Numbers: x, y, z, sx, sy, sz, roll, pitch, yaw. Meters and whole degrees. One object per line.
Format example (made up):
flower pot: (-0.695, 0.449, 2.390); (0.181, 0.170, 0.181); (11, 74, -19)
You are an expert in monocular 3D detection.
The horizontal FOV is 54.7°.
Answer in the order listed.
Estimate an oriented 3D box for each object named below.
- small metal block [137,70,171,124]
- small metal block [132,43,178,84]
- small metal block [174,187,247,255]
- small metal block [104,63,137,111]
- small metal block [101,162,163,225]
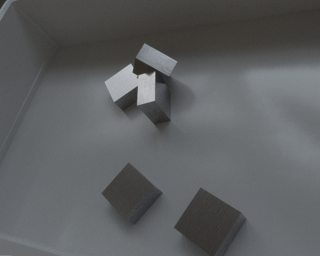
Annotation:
small metal block: (-0.007, -0.041, 0.418); (0.025, 0.050, 0.050); (-13, 56, 21)
small metal block: (-0.008, -0.085, 0.433); (0.050, 0.050, 0.025); (29, 74, -2)
small metal block: (0.052, 0.098, 0.319); (0.050, 0.025, 0.050); (28, 77, 37)
small metal block: (-0.050, -0.062, 0.471); (0.050, 0.025, 0.050); (-34, 51, 6)
small metal block: (-0.034, 0.079, 0.376); (0.050, 0.025, 0.050); (-49, 51, -6)
